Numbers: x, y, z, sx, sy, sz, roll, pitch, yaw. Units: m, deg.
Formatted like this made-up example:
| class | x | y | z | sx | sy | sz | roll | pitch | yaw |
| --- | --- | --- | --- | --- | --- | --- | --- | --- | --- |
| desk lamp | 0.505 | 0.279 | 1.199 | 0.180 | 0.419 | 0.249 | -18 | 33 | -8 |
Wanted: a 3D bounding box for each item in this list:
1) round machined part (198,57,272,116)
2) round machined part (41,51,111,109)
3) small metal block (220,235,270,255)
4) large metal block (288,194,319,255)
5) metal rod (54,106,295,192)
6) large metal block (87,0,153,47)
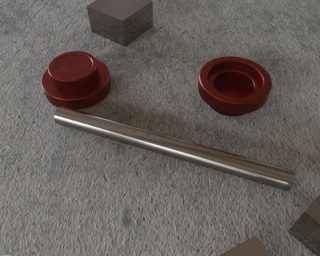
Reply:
| class | x | y | z | sx | sy | sz | roll | pitch | yaw |
| --- | --- | --- | --- | --- | --- | --- | --- | --- | --- |
| round machined part | 0.103 | -0.055 | 0.439 | 0.099 | 0.042 | 0.098 | 0 | 50 | 0 |
| round machined part | -0.124 | -0.076 | 0.455 | 0.099 | 0.042 | 0.098 | 0 | 50 | 0 |
| small metal block | 0.082 | 0.138 | 0.288 | 0.050 | 0.025 | 0.050 | -22 | 53 | -17 |
| large metal block | 0.192 | 0.097 | 0.307 | 0.080 | 0.050 | 0.080 | -34 | 58 | -25 |
| metal rod | 0.007 | 0.021 | 0.384 | 0.301 | 0.025 | 0.025 | 15 | 52 | 12 |
| large metal block | -0.069 | -0.199 | 0.554 | 0.080 | 0.050 | 0.080 | 29 | 56 | 22 |
